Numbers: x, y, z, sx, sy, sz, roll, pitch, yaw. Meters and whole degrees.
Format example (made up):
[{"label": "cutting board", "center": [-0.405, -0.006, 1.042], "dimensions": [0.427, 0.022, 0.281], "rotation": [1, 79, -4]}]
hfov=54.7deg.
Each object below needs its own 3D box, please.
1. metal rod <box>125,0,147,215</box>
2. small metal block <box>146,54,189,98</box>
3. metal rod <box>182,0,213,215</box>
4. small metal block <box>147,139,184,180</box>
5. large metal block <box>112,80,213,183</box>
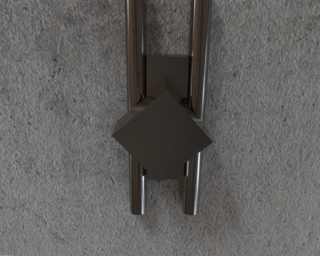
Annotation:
[{"label": "metal rod", "center": [-0.030, -0.019, 0.404], "dimensions": [0.025, 0.025, 0.298], "rotation": [0, 110, -1]}, {"label": "small metal block", "center": [0.009, -0.065, 0.386], "dimensions": [0.050, 0.025, 0.050], "rotation": [1, 110, -1]}, {"label": "metal rod", "center": [0.047, -0.018, 0.405], "dimensions": [0.025, 0.025, 0.298], "rotation": [0, 110, -1]}, {"label": "small metal block", "center": [0.007, 0.043, 0.426], "dimensions": [0.050, 0.025, 0.050], "rotation": [1, 110, -1]}, {"label": "large metal block", "center": [0.003, 0.004, 0.370], "dimensions": [0.080, 0.050, 0.080], "rotation": [-39, 106, 13]}]
